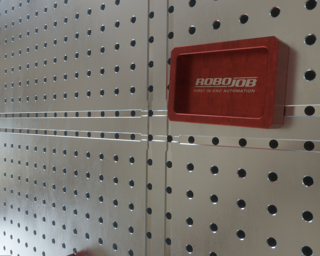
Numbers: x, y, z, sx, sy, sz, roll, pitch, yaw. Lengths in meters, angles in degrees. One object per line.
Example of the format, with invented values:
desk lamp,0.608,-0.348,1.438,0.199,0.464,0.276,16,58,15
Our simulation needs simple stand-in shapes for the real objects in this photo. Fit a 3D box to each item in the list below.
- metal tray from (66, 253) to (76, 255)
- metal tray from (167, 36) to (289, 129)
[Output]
metal tray,-0.135,0.289,0.519,0.130,0.030,0.089,31,109,36
metal tray,0.070,-0.048,0.348,0.130,0.030,0.090,6,94,40
